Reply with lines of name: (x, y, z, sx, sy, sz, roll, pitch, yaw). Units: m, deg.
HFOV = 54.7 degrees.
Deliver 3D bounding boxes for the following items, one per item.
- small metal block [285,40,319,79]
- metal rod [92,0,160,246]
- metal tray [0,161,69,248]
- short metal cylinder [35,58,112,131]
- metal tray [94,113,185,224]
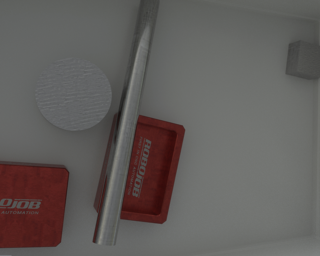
small metal block: (0.234, -0.108, 0.499, 0.050, 0.025, 0.050, 9, 87, -20)
metal rod: (-0.036, -0.020, 0.365, 0.025, 0.025, 0.299, 14, 76, -20)
metal tray: (-0.174, 0.083, 0.344, 0.131, 0.030, 0.089, 7, 88, -20)
short metal cylinder: (-0.101, -0.037, 0.360, 0.081, 0.050, 0.079, 0, 90, -21)
metal tray: (-0.025, 0.051, 0.399, 0.091, 0.030, 0.129, 14, 85, -20)
